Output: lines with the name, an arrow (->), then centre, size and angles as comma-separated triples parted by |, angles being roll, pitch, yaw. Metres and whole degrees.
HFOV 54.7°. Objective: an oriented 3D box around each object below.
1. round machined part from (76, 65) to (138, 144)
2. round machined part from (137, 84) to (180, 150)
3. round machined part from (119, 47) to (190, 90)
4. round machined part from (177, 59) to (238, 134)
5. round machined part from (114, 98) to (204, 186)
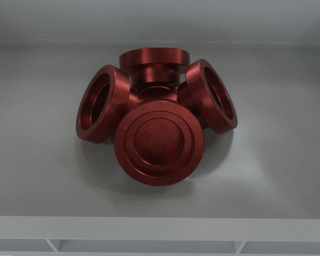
round machined part -> -0.064, -0.026, 0.389 | 0.042, 0.098, 0.098 | 22, 41, -32
round machined part -> -0.003, -0.021, 0.409 | 0.099, 0.042, 0.098 | 0, 50, 0
round machined part -> -0.007, -0.078, 0.433 | 0.099, 0.098, 0.042 | -3, 88, -3
round machined part -> 0.058, -0.036, 0.400 | 0.042, 0.098, 0.098 | -27, 45, 25
round machined part -> -0.001, 0.013, 0.356 | 0.099, 0.097, 0.042 | -1, 14, -1
